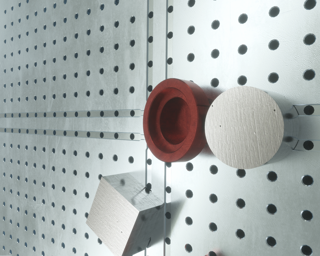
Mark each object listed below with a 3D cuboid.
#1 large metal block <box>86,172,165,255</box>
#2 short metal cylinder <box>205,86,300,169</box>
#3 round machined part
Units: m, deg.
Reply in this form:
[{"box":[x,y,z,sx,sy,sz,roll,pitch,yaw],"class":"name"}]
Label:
[{"box":[-0.051,0.120,0.435,0.080,0.050,0.079,33,111,35],"class":"large metal block"},{"box":[0.094,-0.001,0.316,0.080,0.050,0.080,0,90,39],"class":"short metal cylinder"},{"box":[0.025,-0.008,0.370,0.098,0.042,0.097,-4,84,51],"class":"round machined part"}]
